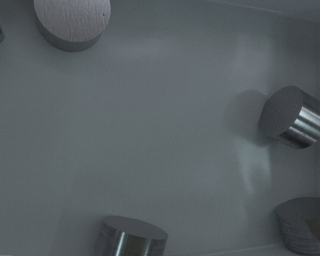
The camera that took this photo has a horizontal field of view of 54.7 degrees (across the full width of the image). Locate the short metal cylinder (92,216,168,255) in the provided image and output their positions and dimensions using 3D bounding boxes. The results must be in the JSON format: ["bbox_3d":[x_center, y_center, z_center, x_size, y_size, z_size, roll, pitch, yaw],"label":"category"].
[{"bbox_3d":[-0.035,0.142,0.368,0.081,0.080,0.050,17,84,-19],"label":"short metal cylinder"}]

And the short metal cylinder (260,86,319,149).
[{"bbox_3d":[0.194,-0.015,0.452,0.050,0.080,0.080,25,82,-19],"label":"short metal cylinder"}]

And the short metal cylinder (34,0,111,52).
[{"bbox_3d":[-0.102,-0.133,0.359,0.081,0.050,0.080,0,90,-20],"label":"short metal cylinder"}]

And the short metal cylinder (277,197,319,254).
[{"bbox_3d":[0.222,0.143,0.463,0.081,0.080,0.050,-16,96,-19],"label":"short metal cylinder"}]

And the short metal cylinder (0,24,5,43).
[{"bbox_3d":[-0.205,-0.106,0.306,0.081,0.080,0.050,-20,97,-19],"label":"short metal cylinder"}]
